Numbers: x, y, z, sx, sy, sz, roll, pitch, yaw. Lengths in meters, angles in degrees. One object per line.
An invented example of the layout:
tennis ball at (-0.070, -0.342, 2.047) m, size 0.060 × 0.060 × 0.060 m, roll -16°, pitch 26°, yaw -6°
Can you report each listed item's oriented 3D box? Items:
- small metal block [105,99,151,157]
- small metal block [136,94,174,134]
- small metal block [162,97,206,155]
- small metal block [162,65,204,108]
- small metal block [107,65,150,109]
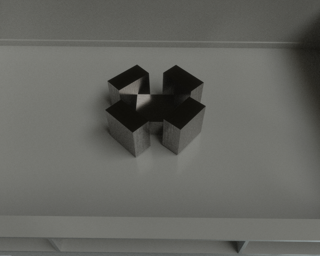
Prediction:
small metal block at (-0.039, 0.001, 0.386) m, size 0.025 × 0.050 × 0.050 m, roll -38°, pitch 59°, yaw -26°
small metal block at (-0.006, -0.019, 0.418) m, size 0.050 × 0.025 × 0.050 m, roll 1°, pitch 50°, yaw 0°
small metal block at (0.030, -0.003, 0.388) m, size 0.025 × 0.050 × 0.050 m, roll 34°, pitch 57°, yaw 24°
small metal block at (0.030, -0.051, 0.429) m, size 0.025 × 0.050 × 0.050 m, roll -37°, pitch 60°, yaw -28°
small metal block at (-0.041, -0.052, 0.429) m, size 0.050 × 0.050 × 0.025 m, roll -35°, pitch 58°, yaw -25°
